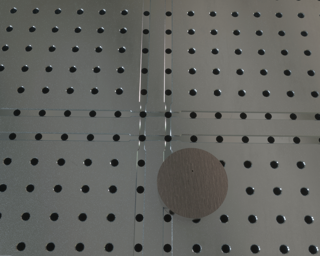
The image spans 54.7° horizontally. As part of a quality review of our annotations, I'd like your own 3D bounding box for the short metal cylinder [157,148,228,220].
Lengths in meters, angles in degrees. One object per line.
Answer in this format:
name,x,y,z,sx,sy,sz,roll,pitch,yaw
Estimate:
short metal cylinder,0.037,0.069,0.374,0.081,0.050,0.080,0,70,-1
